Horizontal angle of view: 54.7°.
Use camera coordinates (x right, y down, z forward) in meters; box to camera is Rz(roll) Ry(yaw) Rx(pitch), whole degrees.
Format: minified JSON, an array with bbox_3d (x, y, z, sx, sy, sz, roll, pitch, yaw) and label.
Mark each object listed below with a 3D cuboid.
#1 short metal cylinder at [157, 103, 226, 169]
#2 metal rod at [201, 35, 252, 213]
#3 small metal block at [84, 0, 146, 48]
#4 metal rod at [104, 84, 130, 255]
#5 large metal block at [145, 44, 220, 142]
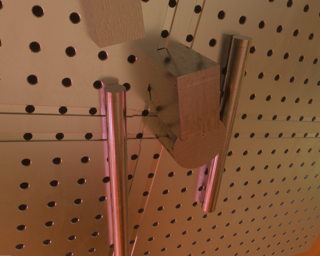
[{"bbox_3d":[0.043,0.009,0.426,0.081,0.050,0.079,-14,124,-21],"label":"short metal cylinder"},{"bbox_3d":[0.096,0.012,0.473,0.025,0.025,0.298,-10,123,-24],"label":"metal rod"},{"bbox_3d":[-0.046,-0.115,0.316,0.050,0.025,0.050,-19,126,-18],"label":"small metal block"},{"bbox_3d":[-0.057,0.082,0.432,0.025,0.025,0.298,-12,124,-22],"label":"metal rod"},{"bbox_3d":[0.026,-0.044,0.364,0.050,0.080,0.079,-19,126,-18],"label":"large metal block"}]
